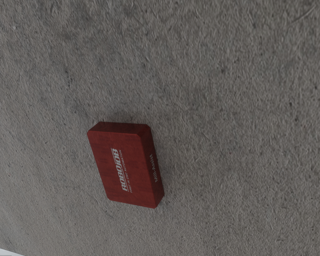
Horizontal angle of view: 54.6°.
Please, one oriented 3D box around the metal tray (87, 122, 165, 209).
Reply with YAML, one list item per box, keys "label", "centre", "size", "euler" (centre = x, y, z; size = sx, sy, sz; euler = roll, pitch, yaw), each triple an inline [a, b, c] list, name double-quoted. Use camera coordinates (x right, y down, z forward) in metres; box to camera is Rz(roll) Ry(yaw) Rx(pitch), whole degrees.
- label: "metal tray"
  centre: [-0.049, 0.056, 0.465]
  size: [0.090, 0.030, 0.129]
  euler: [3, 120, 26]
